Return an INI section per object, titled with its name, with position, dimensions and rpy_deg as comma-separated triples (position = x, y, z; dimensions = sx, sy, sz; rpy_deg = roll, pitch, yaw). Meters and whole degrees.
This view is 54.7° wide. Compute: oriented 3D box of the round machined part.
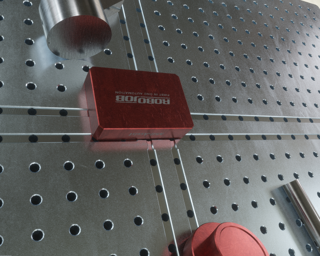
[round machined part]
position = 0.078, 0.141, 0.330
dimensions = 0.099, 0.042, 0.098
rpy_deg = 22, 29, -13

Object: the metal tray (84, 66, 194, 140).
[metal tray]
position = -0.027, -0.032, 0.410
dimensions = 0.131, 0.030, 0.090
rpy_deg = 0, 62, -28

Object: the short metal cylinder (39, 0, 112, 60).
[short metal cylinder]
position = -0.108, -0.133, 0.396
dimensions = 0.081, 0.080, 0.050
rpy_deg = -7, 66, -31

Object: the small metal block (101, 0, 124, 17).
[small metal block]
position = -0.093, -0.198, 0.479
dimensions = 0.050, 0.025, 0.050
rpy_deg = 42, 51, 1

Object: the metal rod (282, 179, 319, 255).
[metal rod]
position = 0.251, 0.211, 0.414
dimensions = 0.025, 0.025, 0.299
rpy_deg = -11, 68, -33
